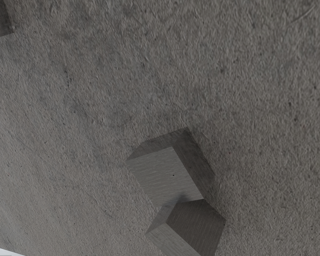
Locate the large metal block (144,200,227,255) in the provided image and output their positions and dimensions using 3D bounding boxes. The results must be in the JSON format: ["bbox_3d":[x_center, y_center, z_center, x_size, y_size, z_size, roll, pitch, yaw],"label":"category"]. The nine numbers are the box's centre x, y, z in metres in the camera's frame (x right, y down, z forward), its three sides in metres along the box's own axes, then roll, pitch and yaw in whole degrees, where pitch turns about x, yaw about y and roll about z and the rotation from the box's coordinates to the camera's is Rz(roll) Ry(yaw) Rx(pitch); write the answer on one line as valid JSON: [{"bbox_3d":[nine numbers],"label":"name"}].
[{"bbox_3d":[0.038,0.141,0.438,0.080,0.080,0.050,44,129,-2],"label":"large metal block"}]

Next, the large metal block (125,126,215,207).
[{"bbox_3d":[0.014,0.054,0.417,0.080,0.050,0.080,-21,108,36],"label":"large metal block"}]

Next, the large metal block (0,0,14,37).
[{"bbox_3d":[-0.263,-0.166,0.426,0.080,0.050,0.079,9,122,23],"label":"large metal block"}]
